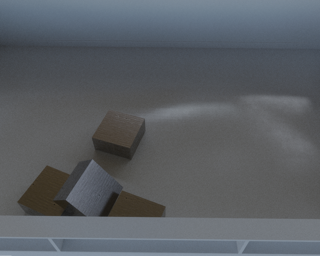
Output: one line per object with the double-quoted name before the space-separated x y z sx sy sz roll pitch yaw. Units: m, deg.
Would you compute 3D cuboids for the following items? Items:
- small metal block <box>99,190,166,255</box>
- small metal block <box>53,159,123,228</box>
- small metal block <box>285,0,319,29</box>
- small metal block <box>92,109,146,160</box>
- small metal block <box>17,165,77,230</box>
"small metal block" -0.027 0.100 0.321 0.050 0.025 0.050 17 52 14
"small metal block" -0.074 0.069 0.327 0.025 0.050 0.050 -14 37 42
"small metal block" 0.269 -0.219 0.577 0.050 0.050 0.025 -18 53 -15
"small metal block" -0.051 0.008 0.398 0.050 0.025 0.050 15 52 12
"small metal block" -0.116 0.076 0.341 0.050 0.025 0.050 19 52 15
